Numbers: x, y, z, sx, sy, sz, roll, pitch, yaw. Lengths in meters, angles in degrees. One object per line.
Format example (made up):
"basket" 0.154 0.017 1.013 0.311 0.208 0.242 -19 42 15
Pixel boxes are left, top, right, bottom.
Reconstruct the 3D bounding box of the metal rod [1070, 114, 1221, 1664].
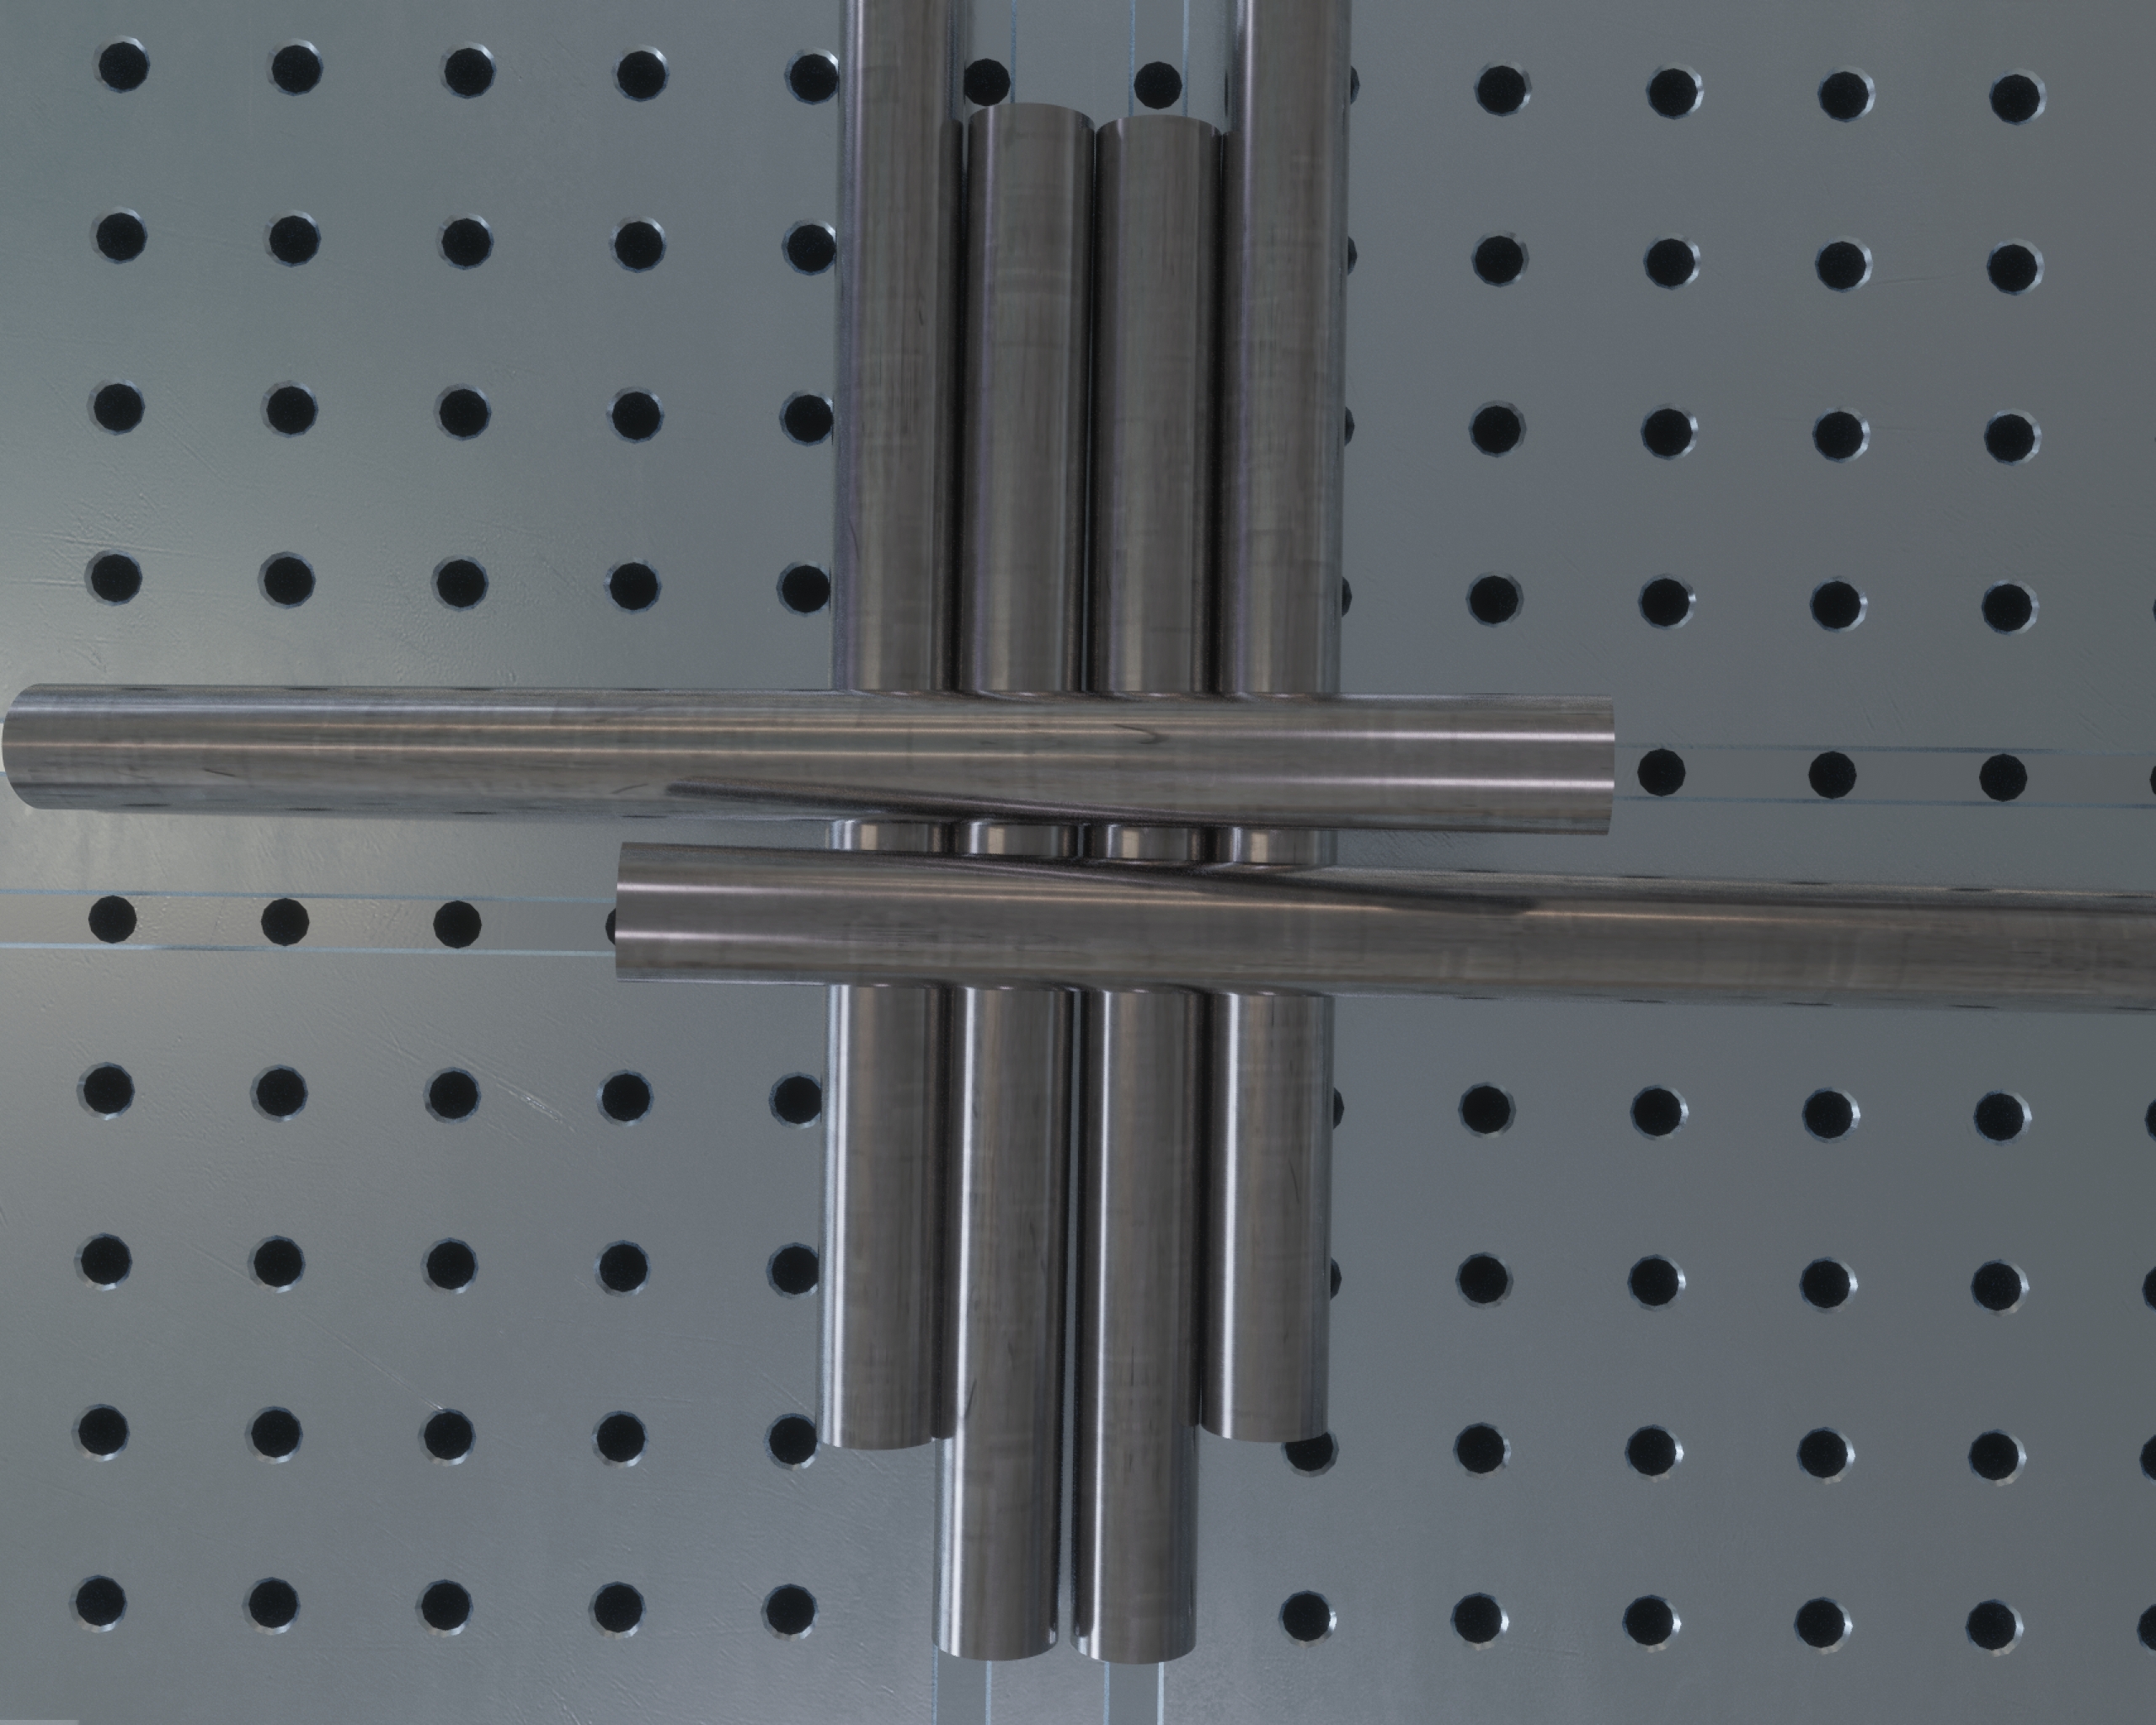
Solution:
"metal rod" 0.014 0.005 0.414 0.025 0.025 0.298 1 90 0

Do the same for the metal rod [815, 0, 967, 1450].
"metal rod" -0.037 -0.037 0.412 0.025 0.025 0.298 1 90 0

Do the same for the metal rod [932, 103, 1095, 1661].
"metal rod" -0.013 0.004 0.412 0.025 0.025 0.298 1 90 0

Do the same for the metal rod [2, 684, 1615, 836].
"metal rod" -0.056 -0.020 0.390 0.301 0.025 0.025 1 90 9

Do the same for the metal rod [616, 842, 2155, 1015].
"metal rod" 0.068 0.013 0.393 0.302 0.025 0.025 2 90 -9

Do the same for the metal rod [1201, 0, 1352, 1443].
"metal rod" 0.039 -0.038 0.413 0.025 0.025 0.298 1 90 0
